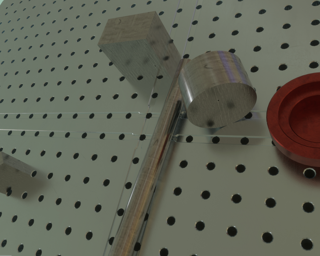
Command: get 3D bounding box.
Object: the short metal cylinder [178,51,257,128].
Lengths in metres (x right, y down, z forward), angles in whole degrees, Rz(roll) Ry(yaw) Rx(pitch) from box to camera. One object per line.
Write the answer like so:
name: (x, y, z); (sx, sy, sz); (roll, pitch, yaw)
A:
short metal cylinder: (0.066, -0.043, 0.364); (0.080, 0.080, 0.050); (-22, 54, 15)

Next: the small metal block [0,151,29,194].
small metal block: (-0.240, 0.069, 0.473); (0.050, 0.050, 0.025); (-38, 51, 2)

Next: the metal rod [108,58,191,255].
metal rod: (-0.007, 0.039, 0.386); (0.025, 0.025, 0.300); (6, 65, 30)

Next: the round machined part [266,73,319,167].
round machined part: (0.163, -0.005, 0.315); (0.098, 0.042, 0.098); (-13, 56, 20)

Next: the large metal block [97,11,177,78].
large metal block: (-0.031, -0.120, 0.461); (0.080, 0.080, 0.050); (2, 63, 28)
